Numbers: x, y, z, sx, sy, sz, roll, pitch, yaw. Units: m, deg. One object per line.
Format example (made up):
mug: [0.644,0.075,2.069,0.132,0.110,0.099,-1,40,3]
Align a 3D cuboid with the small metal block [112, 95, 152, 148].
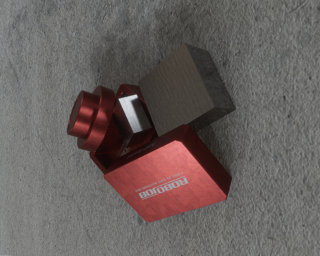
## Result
small metal block: [-0.038,-0.008,0.408,0.050,0.025,0.050,65,153,17]

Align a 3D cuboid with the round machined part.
round machined part: [-0.105,-0.017,0.455,0.097,0.042,0.098,-45,34,45]

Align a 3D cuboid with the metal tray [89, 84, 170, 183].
metal tray: [-0.044,0.015,0.438,0.090,0.030,0.129,42,115,31]

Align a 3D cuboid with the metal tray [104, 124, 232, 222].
metal tray: [0.006,0.059,0.368,0.130,0.030,0.090,-29,109,37]

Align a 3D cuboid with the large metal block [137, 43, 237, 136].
large metal block: [0.030,-0.039,0.366,0.080,0.050,0.080,-33,70,35]
